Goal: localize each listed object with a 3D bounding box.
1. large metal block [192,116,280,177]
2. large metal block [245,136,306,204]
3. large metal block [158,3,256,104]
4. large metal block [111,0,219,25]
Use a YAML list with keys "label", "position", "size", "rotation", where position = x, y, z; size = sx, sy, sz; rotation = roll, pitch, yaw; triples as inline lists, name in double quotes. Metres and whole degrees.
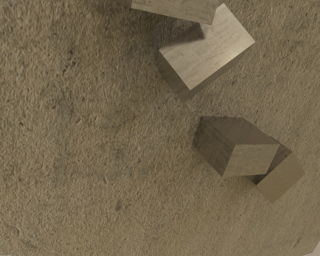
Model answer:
- label: "large metal block"
  position: [0.106, 0.024, 0.444]
  size: [0.081, 0.080, 0.050]
  rotation: [1, 118, -29]
- label: "large metal block"
  position: [0.196, 0.075, 0.544]
  size: [0.080, 0.050, 0.080]
  rotation: [-44, 129, 2]
- label: "large metal block"
  position: [0.046, -0.076, 0.340]
  size: [0.080, 0.080, 0.050]
  rotation: [-37, 86, -4]
- label: "large metal block"
  position: [0.001, -0.135, 0.287]
  size: [0.081, 0.080, 0.050]
  rotation: [1, 116, -29]
